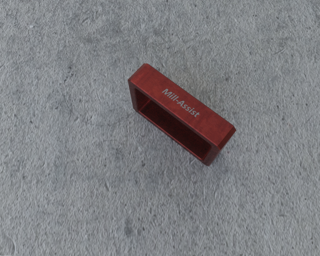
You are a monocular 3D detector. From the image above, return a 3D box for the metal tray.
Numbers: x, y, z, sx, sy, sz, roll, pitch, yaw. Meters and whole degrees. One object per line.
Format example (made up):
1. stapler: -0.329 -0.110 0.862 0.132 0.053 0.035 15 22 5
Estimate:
1. metal tray: 0.023 -0.013 0.380 0.130 0.090 0.030 38 74 12
